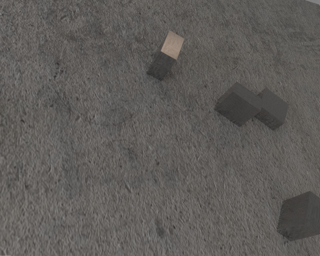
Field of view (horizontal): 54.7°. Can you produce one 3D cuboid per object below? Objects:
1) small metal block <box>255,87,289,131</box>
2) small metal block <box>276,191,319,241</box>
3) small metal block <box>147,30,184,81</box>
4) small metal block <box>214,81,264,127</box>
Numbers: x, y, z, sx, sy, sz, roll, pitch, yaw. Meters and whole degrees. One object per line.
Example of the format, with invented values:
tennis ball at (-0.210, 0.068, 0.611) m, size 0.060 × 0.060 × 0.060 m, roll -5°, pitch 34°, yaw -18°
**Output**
small metal block at (0.185, -0.032, 0.523) m, size 0.050 × 0.025 × 0.050 m, roll 36°, pitch 51°, yaw -5°
small metal block at (0.189, 0.119, 0.416) m, size 0.025 × 0.050 × 0.050 m, roll 36°, pitch 51°, yaw -5°
small metal block at (0.008, -0.106, 0.456) m, size 0.025 × 0.050 × 0.050 m, roll 27°, pitch 52°, yaw -12°
small metal block at (0.120, -0.035, 0.473) m, size 0.050 × 0.050 × 0.025 m, roll 34°, pitch 51°, yaw -6°
